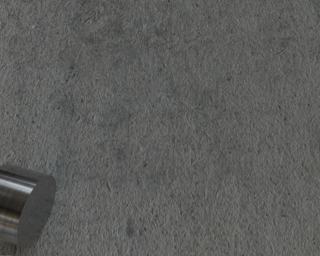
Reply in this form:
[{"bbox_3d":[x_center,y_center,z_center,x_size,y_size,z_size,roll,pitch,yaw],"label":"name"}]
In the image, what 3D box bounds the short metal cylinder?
[{"bbox_3d":[-0.159,0.085,0.347,0.050,0.080,0.080,14,71,5],"label":"short metal cylinder"}]
